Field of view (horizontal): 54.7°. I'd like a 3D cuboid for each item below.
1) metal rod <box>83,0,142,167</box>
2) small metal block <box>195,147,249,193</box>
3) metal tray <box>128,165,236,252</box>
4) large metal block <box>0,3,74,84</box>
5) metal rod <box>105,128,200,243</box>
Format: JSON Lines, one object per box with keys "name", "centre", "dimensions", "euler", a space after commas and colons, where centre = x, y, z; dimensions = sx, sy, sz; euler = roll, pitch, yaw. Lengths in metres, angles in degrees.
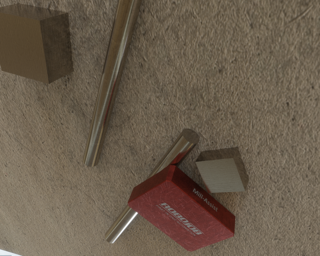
{"name": "metal rod", "centre": [-0.066, -0.057, 0.404], "dimensions": [0.025, 0.025, 0.298], "euler": [29, 128, 9]}
{"name": "small metal block", "centre": [0.080, 0.055, 0.398], "dimensions": [0.050, 0.025, 0.050], "euler": [-11, 113, 32]}
{"name": "metal tray", "centre": [0.031, 0.118, 0.439], "dimensions": [0.130, 0.030, 0.090], "euler": [42, 127, -16]}
{"name": "large metal block", "centre": [-0.166, -0.112, 0.406], "dimensions": [0.080, 0.050, 0.079], "euler": [17, 125, 18]}
{"name": "metal rod", "centre": [-0.026, 0.106, 0.484], "dimensions": [0.025, 0.025, 0.298], "euler": [37, 129, 3]}
